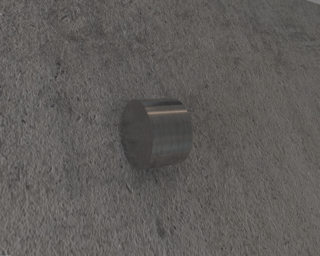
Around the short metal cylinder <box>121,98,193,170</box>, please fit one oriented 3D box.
[{"bbox_3d":[-0.006,0.006,0.361,0.050,0.080,0.080,-5,64,-31],"label":"short metal cylinder"}]
